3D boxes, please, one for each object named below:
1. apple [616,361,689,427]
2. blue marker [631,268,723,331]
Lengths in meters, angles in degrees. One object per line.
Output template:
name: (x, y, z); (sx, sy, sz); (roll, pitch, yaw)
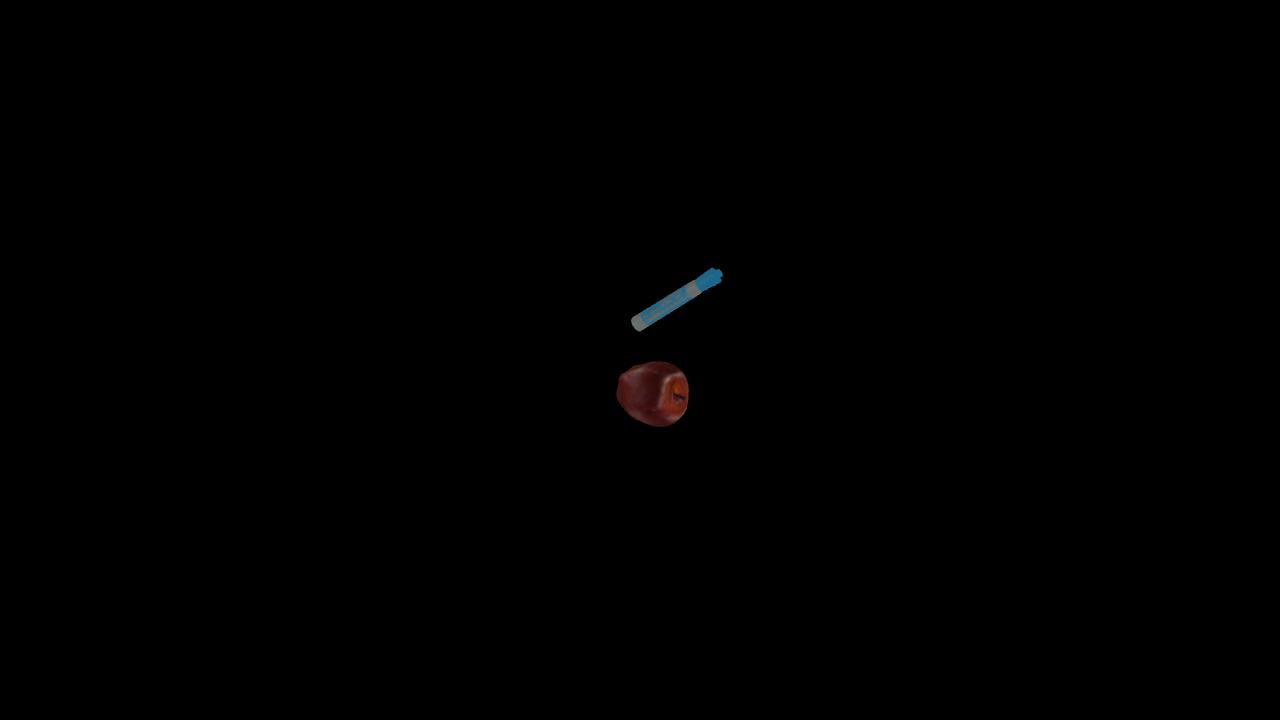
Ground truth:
apple: (0.016, 0.040, 0.732); (0.093, 0.079, 0.079); (6, 4, 42)
blue marker: (0.041, -0.067, 0.685); (0.121, 0.020, 0.020); (-30, -16, 30)
